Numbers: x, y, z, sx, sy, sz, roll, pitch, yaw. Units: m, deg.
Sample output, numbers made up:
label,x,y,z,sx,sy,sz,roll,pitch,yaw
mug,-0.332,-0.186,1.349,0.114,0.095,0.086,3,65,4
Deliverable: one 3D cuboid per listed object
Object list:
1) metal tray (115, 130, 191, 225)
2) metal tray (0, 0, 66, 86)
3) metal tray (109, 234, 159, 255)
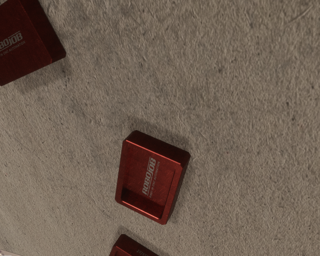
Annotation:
label,x,y,z,sx,sy,sz,roll,pitch,yaw
metal tray,-0.015,0.075,0.456,0.090,0.030,0.129,23,127,14
metal tray,-0.204,-0.119,0.435,0.130,0.030,0.090,-12,112,33
metal tray,-0.034,0.266,0.584,0.130,0.030,0.089,29,128,9
